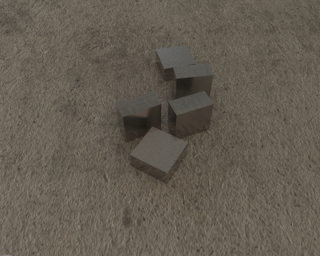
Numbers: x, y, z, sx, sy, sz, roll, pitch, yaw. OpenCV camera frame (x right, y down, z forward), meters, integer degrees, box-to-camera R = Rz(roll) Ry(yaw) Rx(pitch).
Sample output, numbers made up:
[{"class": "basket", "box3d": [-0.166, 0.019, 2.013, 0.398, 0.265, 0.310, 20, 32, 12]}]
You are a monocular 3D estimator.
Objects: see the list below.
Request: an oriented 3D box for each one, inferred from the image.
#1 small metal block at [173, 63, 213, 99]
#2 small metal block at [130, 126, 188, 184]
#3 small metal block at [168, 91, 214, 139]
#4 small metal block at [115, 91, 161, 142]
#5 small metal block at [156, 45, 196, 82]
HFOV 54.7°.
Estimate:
[{"class": "small metal block", "box3d": [0.045, -0.062, 0.439, 0.050, 0.050, 0.025, -7, 51, -6]}, {"class": "small metal block", "box3d": [-0.001, 0.032, 0.376, 0.050, 0.025, 0.050, 24, 54, 19]}, {"class": "small metal block", "box3d": [0.038, -0.015, 0.400, 0.050, 0.050, 0.025, -18, 52, -14]}, {"class": "small metal block", "box3d": [-0.026, -0.014, 0.398, 0.050, 0.050, 0.025, -20, 53, -16]}, {"class": "small metal block", "box3d": [0.024, -0.103, 0.490, 0.050, 0.025, 0.050, -11, 51, -10]}]
